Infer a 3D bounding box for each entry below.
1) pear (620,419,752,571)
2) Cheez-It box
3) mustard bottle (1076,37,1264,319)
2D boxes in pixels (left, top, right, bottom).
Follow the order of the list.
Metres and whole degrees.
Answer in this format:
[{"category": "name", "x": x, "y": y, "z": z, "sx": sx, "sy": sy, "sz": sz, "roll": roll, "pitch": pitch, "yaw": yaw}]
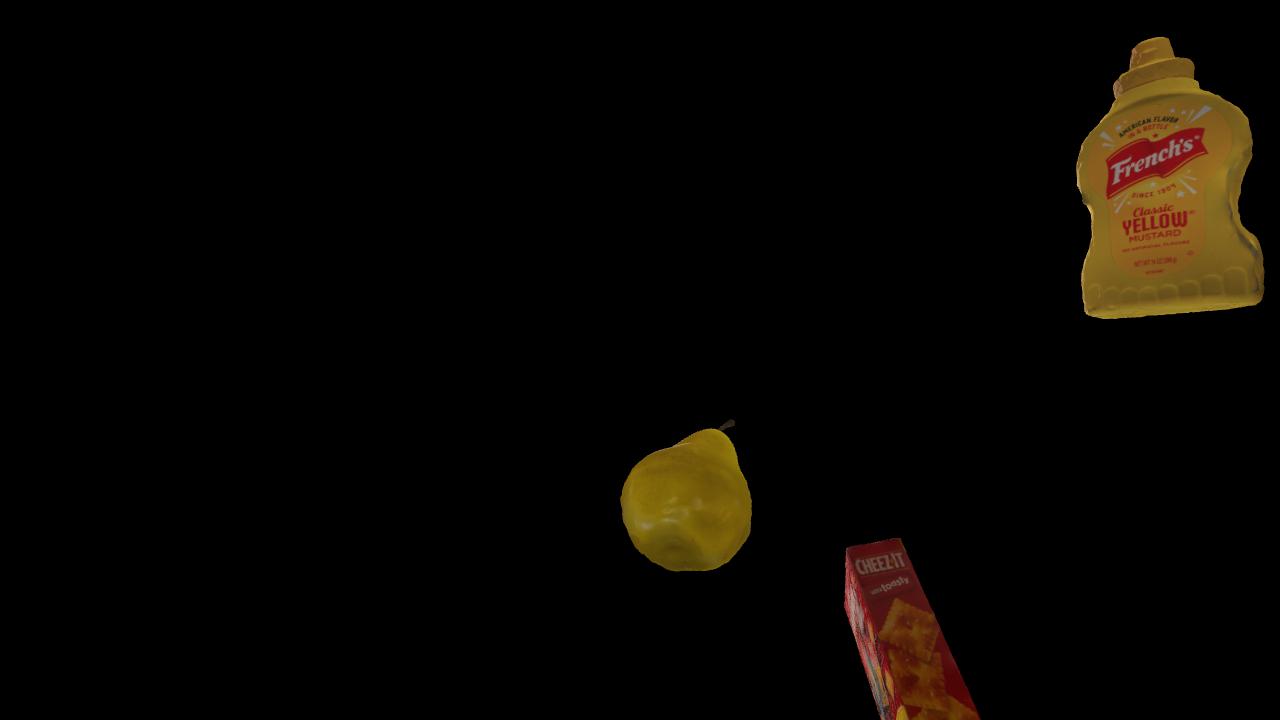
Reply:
[{"category": "pear", "x": 0.033, "y": 0.074, "z": 0.389, "sx": 0.080, "sy": 0.080, "sz": 0.111, "roll": 0, "pitch": 38, "yaw": 16}, {"category": "Cheez-It box", "x": 0.284, "y": 0.331, "z": 0.657, "sx": 0.071, "sy": 0.223, "sz": 0.166, "roll": -12, "pitch": -45, "yaw": 4}, {"category": "mustard bottle", "x": 0.344, "y": -0.123, "z": 0.408, "sx": 0.054, "sy": 0.184, "sz": 0.092, "roll": 2, "pitch": -4, "yaw": -34}]
